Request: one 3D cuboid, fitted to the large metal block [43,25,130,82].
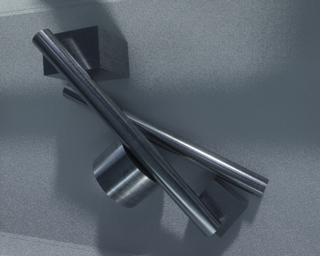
[{"bbox_3d":[-0.096,-0.093,0.413,0.080,0.080,0.050,-4,89,19],"label":"large metal block"}]

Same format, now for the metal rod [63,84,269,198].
[{"bbox_3d":[-0.005,0.008,0.410,0.301,0.025,0.025,26,99,17],"label":"metal rod"}]

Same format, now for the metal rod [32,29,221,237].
[{"bbox_3d":[-0.038,0.005,0.360,0.025,0.025,0.300,-42,90,15],"label":"metal rod"}]

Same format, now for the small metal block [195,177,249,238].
[{"bbox_3d":[0.073,0.096,0.383,0.050,0.025,0.050,40,102,15],"label":"small metal block"}]

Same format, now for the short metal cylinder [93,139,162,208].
[{"bbox_3d":[-0.037,0.052,0.391,0.050,0.080,0.080,-42,77,15],"label":"short metal cylinder"}]
